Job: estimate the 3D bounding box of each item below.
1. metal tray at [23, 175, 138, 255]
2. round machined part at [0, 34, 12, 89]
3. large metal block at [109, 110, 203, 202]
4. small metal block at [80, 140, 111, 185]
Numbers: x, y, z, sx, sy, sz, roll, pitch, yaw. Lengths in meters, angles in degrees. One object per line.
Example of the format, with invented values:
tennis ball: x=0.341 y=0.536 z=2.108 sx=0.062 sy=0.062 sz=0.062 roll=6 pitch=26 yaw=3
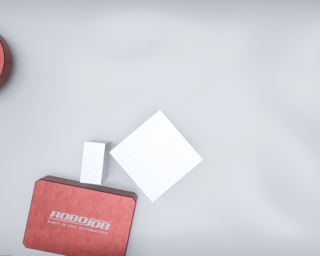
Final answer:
metal tray: x=-0.102 y=0.120 z=0.408 sx=0.131 sy=0.030 sz=0.089 roll=12 pitch=90 yaw=-1
round machined part: x=-0.240 y=-0.086 z=0.399 sx=0.099 sy=0.042 sz=0.097 roll=0 pitch=90 yaw=-2
large metal block: x=-0.005 y=0.034 z=0.399 sx=0.080 sy=0.050 sz=0.080 roll=-40 pitch=91 yaw=0
small metal block: x=-0.081 y=0.042 z=0.398 sx=0.025 sy=0.050 sz=0.050 roll=6 pitch=90 yaw=0
